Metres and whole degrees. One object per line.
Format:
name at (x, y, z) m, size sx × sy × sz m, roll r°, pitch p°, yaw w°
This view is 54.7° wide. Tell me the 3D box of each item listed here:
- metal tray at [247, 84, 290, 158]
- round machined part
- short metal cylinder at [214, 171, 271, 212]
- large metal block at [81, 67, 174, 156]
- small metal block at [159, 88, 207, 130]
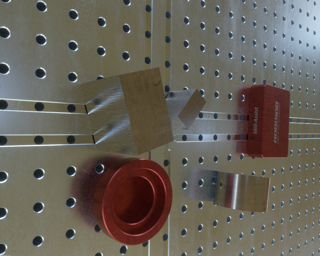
metal tray at (0.204, -0.010, 0.577) m, size 0.091 × 0.030 × 0.129 m, roll 5°, pitch 87°, yaw -40°
round machined part at (-0.035, 0.084, 0.368) m, size 0.099 × 0.042 × 0.097 m, roll 0°, pitch 90°, yaw -40°
short metal cylinder at (0.127, 0.097, 0.480) m, size 0.081 × 0.080 × 0.050 m, roll 11°, pitch 83°, yaw -40°
large metal block at (-0.037, -0.018, 0.342) m, size 0.050 × 0.080 × 0.080 m, roll -20°, pitch 103°, yaw -38°
small metal block at (0.026, -0.025, 0.414) m, size 0.025 × 0.050 × 0.050 m, roll 50°, pitch 61°, yaw -29°
